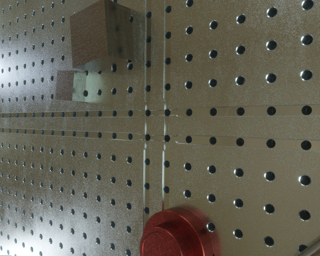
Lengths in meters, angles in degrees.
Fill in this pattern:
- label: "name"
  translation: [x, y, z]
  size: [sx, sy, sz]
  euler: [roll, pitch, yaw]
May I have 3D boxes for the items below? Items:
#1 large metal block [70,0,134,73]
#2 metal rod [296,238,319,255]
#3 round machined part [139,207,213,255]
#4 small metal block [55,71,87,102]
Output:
- label: "large metal block"
  translation: [-0.088, -0.134, 0.463]
  size: [0.080, 0.050, 0.080]
  euler: [-7, 86, 39]
- label: "metal rod"
  translation: [0.092, 0.196, 0.332]
  size: [0.025, 0.025, 0.298]
  euler: [51, 119, 28]
- label: "round machined part"
  translation: [0.013, 0.153, 0.386]
  size: [0.098, 0.042, 0.097]
  euler: [0, 90, 39]
- label: "small metal block"
  translation: [-0.153, -0.072, 0.533]
  size: [0.050, 0.025, 0.050]
  euler: [9, 95, 39]
